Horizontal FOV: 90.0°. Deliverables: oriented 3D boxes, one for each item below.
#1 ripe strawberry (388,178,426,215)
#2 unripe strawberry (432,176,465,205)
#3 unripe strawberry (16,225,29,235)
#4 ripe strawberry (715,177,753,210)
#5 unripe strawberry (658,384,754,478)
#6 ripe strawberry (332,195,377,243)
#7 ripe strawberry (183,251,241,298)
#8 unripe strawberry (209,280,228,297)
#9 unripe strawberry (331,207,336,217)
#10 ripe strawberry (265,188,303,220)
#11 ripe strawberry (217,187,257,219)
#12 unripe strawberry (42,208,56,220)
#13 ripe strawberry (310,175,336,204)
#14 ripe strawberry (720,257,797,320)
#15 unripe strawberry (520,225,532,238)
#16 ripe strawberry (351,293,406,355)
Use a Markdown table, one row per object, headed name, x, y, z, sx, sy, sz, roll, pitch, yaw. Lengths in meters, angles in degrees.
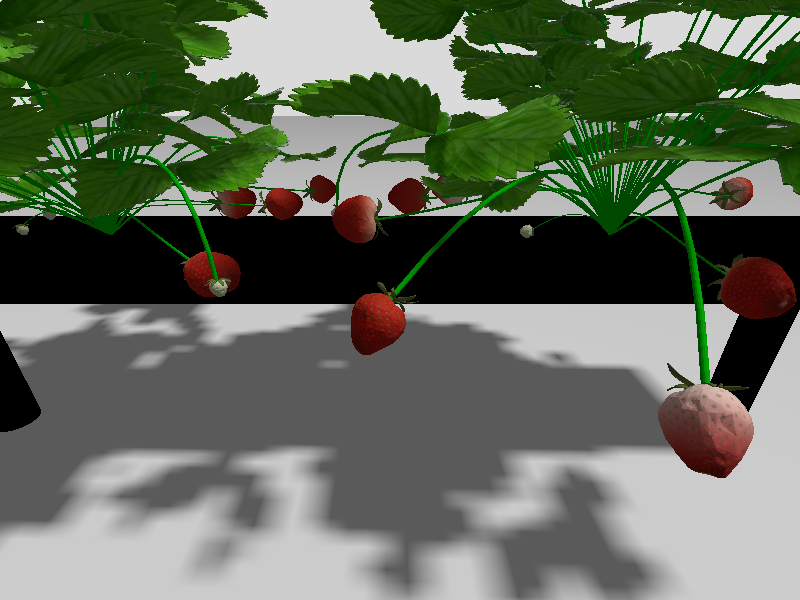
| name | x | y | z | sx | sy | sz | roll | pitch | yaw |
| --- | --- | --- | --- | --- | --- | --- | --- | --- | --- |
| ripe strawberry | 0.006 | -0.110 | 0.424 | 0.040 | 0.039 | 0.037 | 10 | 28 | 21 |
| unripe strawberry | 0.056 | -0.127 | 0.453 | 0.039 | 0.039 | 0.043 | 20 | 32 | 35 |
| unripe strawberry | -0.346 | -0.064 | 0.367 | 0.010 | 0.010 | 0.009 | 2 | 26 | 5 |
| ripe strawberry | 0.366 | -0.116 | 0.435 | 0.034 | 0.036 | 0.031 | -12 | 29 | -25 |
| unripe strawberry | 0.097 | 0.042 | 0.127 | 0.025 | 0.027 | 0.028 | 9 | -23 | 18 |
| ripe strawberry | -0.037 | -0.067 | 0.334 | 0.037 | 0.039 | 0.034 | -3 | 26 | -5 |
| ripe strawberry | -0.111 | -0.015 | 0.240 | 0.031 | 0.027 | 0.031 | 21 | 33 | 35 |
| unripe strawberry | -0.094 | -0.006 | 0.208 | 0.010 | 0.010 | 0.009 | 23 | 35 | 39 |
| unripe strawberry | -0.056 | -0.078 | 0.369 | 0.015 | 0.015 | 0.014 | 2 | 26 | 3 |
| ripe strawberry | -0.116 | -0.097 | 0.401 | 0.036 | 0.031 | 0.036 | -9 | 28 | -18 |
| ripe strawberry | -0.168 | -0.104 | 0.415 | 0.037 | 0.037 | 0.035 | -17 | 31 | -32 |
| unripe strawberry | -0.354 | -0.087 | 0.405 | 0.010 | 0.011 | 0.011 | 14 | 29 | 26 |
| ripe strawberry | -0.090 | -0.131 | 0.475 | 0.033 | 0.032 | 0.030 | -19 | 32 | -34 |
| ripe strawberry | 0.191 | -0.005 | 0.214 | 0.029 | 0.033 | 0.032 | 0 | 27 | -1 |
| unripe strawberry | 0.110 | -0.060 | 0.350 | 0.011 | 0.011 | 0.010 | -11 | 27 | -2 |
| ripe strawberry | -0.012 | 0.012 | 0.191 | 0.027 | 0.030 | 0.029 | 26 | -13 | 41 |
